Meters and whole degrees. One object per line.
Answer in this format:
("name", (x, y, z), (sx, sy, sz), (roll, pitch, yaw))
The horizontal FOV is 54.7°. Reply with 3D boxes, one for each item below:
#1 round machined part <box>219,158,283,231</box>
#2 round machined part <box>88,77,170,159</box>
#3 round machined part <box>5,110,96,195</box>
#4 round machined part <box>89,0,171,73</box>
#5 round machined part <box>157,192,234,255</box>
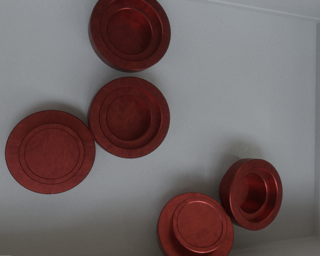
("round machined part", (0.124, 0.092, 0.443), (0.099, 0.042, 0.097), (1, 87, -28))
("round machined part", (-0.041, -0.013, 0.386), (0.099, 0.042, 0.097), (0, 90, -20))
("round machined part", (-0.124, 0.028, 0.356), (0.099, 0.042, 0.097), (0, 90, -20))
("round machined part", (-0.040, -0.118, 0.387), (0.099, 0.042, 0.097), (0, 90, -20))
("round machined part", (0.046, 0.127, 0.393), (0.099, 0.042, 0.098), (4, 56, -6))
